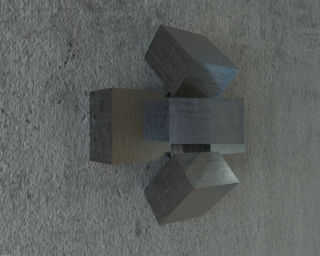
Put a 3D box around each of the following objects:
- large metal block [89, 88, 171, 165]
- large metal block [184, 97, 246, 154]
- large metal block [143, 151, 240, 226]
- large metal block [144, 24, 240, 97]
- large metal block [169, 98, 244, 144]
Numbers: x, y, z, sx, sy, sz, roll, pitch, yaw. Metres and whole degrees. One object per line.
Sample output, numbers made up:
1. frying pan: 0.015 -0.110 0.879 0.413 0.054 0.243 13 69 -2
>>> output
1. large metal block: -0.034 -0.002 0.363 0.081 0.050 0.079 -1 91 -40
2. large metal block: 0.082 -0.004 0.458 0.081 0.050 0.079 0 90 -40
3. large metal block: 0.039 0.076 0.397 0.081 0.080 0.050 2 46 -39
4. large metal block: 0.039 -0.083 0.398 0.081 0.080 0.050 0 134 -40
5. large metal block: 0.053 -0.008 0.374 0.080 0.080 0.050 0 91 4
